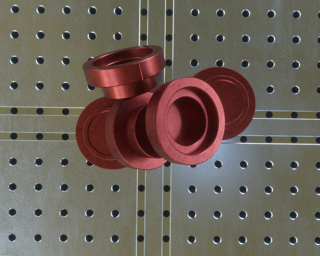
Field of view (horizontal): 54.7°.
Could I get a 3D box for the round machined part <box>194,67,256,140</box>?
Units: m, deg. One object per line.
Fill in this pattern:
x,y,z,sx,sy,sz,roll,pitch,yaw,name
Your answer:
0.077,-0.032,0.406,0.099,0.042,0.097,0,90,-1,round machined part

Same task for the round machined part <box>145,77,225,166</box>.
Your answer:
0.025,-0.007,0.357,0.099,0.042,0.097,1,88,-33,round machined part

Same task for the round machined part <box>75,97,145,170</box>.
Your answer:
-0.061,0.006,0.404,0.099,0.042,0.097,0,90,-1,round machined part

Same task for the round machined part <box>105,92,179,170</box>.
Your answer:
-0.014,0.003,0.381,0.099,0.042,0.097,3,85,-37,round machined part

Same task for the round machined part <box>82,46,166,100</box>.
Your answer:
-0.041,-0.068,0.381,0.099,0.098,0.042,-12,116,-1,round machined part
